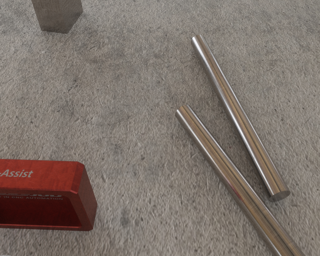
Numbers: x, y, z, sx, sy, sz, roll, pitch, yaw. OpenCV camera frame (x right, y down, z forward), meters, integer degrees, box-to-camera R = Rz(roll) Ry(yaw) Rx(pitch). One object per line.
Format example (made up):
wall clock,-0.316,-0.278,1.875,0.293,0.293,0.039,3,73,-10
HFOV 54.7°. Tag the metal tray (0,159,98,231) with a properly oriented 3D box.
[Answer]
metal tray,-0.134,0.067,0.302,0.131,0.089,0.030,2,50,1

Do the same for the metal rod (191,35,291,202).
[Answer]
metal rod,0.098,-0.037,0.435,0.025,0.025,0.300,-10,51,-9

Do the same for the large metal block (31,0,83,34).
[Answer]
large metal block,-0.184,-0.229,0.558,0.050,0.080,0.080,9,51,7

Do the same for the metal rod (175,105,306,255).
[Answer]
metal rod,0.098,0.081,0.336,0.025,0.025,0.300,-20,53,-17
